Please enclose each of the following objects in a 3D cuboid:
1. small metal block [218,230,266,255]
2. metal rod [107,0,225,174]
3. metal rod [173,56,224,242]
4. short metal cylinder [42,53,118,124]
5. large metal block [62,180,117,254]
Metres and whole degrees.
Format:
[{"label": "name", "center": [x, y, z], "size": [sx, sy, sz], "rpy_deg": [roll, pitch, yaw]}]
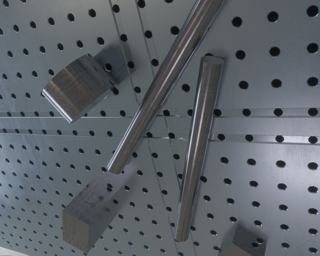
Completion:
[{"label": "small metal block", "center": [0.121, 0.189, 0.464], "size": [0.050, 0.025, 0.050], "rpy_deg": [31, 128, 8]}, {"label": "metal rod", "center": [-0.008, -0.035, 0.393], "size": [0.025, 0.025, 0.298], "rpy_deg": [36, 129, 4]}, {"label": "metal rod", "center": [0.045, 0.050, 0.417], "size": [0.025, 0.025, 0.298], "rpy_deg": [18, 126, 18]}, {"label": "short metal cylinder", "center": [-0.101, -0.050, 0.398], "size": [0.050, 0.080, 0.080], "rpy_deg": [49, 129, -7]}, {"label": "large metal block", "center": [-0.121, 0.151, 0.533], "size": [0.050, 0.080, 0.079], "rpy_deg": [23, 127, 14]}]
